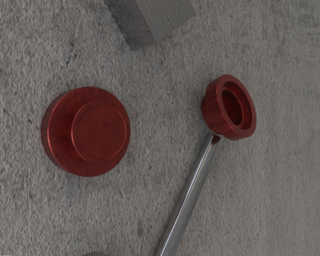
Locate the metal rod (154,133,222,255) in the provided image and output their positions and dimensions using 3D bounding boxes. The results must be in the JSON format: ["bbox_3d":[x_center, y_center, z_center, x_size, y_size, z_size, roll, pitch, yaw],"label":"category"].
[{"bbox_3d":[0.020,0.140,0.421,0.025,0.025,0.300,41,65,-33],"label":"metal rod"}]

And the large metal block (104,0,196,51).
[{"bbox_3d":[-0.013,-0.153,0.377,0.080,0.050,0.080,-44,117,-31],"label":"large metal block"}]

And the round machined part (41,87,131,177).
[{"bbox_3d":[-0.071,0.004,0.334,0.099,0.042,0.097,0,90,-40],"label":"round machined part"}]

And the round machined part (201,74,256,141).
[{"bbox_3d":[0.099,-0.027,0.465,0.099,0.042,0.098,20,59,-38],"label":"round machined part"}]

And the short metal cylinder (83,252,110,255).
[{"bbox_3d":[-0.065,0.183,0.335,0.081,0.050,0.079,0,90,-40],"label":"short metal cylinder"}]
